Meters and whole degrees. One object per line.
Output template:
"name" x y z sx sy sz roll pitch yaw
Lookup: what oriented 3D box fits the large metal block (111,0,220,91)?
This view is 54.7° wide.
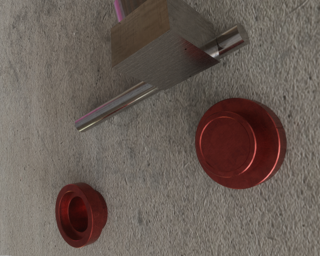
"large metal block" 0.005 -0.089 0.332 0.080 0.080 0.050 -23 63 38

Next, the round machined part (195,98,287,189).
"round machined part" 0.078 0.016 0.330 0.098 0.042 0.097 0 90 40

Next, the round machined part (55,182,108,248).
"round machined part" -0.121 0.136 0.494 0.098 0.042 0.097 0 90 40

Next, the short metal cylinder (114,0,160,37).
"short metal cylinder" -0.012 -0.132 0.379 0.080 0.081 0.050 -24 75 37

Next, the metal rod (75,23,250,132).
"metal rod" -0.020 -0.053 0.421 0.299 0.025 0.025 -24 75 37
